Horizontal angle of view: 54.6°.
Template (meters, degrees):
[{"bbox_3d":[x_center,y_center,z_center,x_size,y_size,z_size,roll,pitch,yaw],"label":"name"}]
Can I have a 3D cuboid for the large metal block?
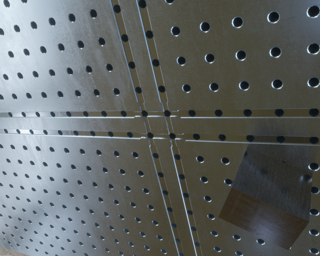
[{"bbox_3d":[0.123,0.078,0.359,0.080,0.080,0.050,23,127,14],"label":"large metal block"}]
